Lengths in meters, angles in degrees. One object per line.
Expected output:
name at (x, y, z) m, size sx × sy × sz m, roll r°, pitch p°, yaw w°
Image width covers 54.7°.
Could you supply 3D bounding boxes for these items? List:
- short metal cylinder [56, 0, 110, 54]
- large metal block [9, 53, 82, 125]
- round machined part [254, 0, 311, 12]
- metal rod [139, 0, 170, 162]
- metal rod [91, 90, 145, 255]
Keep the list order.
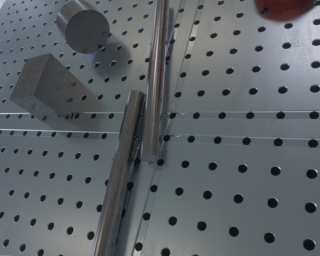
short metal cylinder at (-0.138, -0.181, 0.557) m, size 0.080 × 0.080 × 0.050 m, roll -41°, pitch 51°, yaw 0°
large metal block at (-0.183, -0.061, 0.506) m, size 0.050 × 0.080 × 0.080 m, roll -5°, pitch 59°, yaw 25°
round machined part at (0.177, -0.216, 0.437) m, size 0.098 × 0.042 × 0.098 m, roll -13°, pitch 56°, yaw 21°
metal rod at (-0.005, -0.091, 0.466) m, size 0.025 × 0.025 × 0.299 m, roll -10°, pitch 57°, yaw 23°
metal rod at (-0.055, 0.083, 0.386) m, size 0.025 × 0.025 × 0.299 m, roll -5°, pitch 59°, yaw 26°
